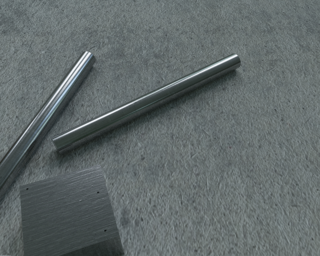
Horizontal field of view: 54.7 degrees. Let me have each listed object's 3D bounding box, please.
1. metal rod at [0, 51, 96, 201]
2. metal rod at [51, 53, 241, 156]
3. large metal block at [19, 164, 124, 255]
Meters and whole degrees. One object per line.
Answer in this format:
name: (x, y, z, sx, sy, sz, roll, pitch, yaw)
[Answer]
metal rod: (-0.157, -0.002, 0.402, 0.025, 0.025, 0.300, 13, 51, 10)
metal rod: (-0.004, -0.042, 0.438, 0.302, 0.025, 0.025, -28, 56, -22)
large metal block: (-0.087, 0.092, 0.308, 0.081, 0.050, 0.080, -15, 52, -13)
